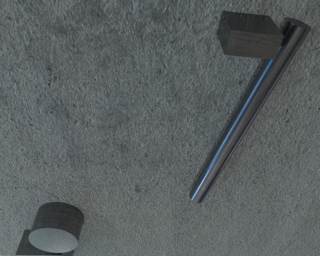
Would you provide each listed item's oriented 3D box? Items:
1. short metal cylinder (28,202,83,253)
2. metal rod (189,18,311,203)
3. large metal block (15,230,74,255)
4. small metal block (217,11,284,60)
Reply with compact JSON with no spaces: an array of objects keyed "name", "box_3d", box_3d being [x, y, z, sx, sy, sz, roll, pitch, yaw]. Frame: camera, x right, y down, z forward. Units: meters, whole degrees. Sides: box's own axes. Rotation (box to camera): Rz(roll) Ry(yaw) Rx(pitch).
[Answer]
[{"name":"short metal cylinder","box_3d":[-0.178,0.173,0.536,0.081,0.050,0.079,0,130,0]},{"name":"metal rod","box_3d":[0.101,0.002,0.409,0.025,0.025,0.298,12,129,-11]},{"name":"large metal block","box_3d":[-0.217,0.239,0.593,0.081,0.050,0.079,1,130,-2]},{"name":"small metal block","box_3d":[0.088,-0.094,0.311,0.050,0.050,0.025,5,130,-4]}]
